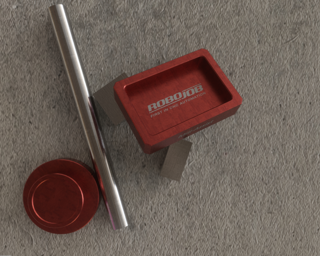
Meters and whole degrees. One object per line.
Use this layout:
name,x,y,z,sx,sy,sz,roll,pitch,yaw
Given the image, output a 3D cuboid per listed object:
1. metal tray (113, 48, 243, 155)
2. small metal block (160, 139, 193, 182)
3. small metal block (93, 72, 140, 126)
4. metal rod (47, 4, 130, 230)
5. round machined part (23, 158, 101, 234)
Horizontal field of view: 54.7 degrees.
metal tray,0.021,-0.035,0.377,0.131,0.030,0.090,-25,70,-15
small metal block,0.019,0.037,0.398,0.025,0.050,0.050,18,90,0
small metal block,-0.051,-0.037,0.409,0.050,0.025,0.050,-35,90,0
metal rod,-0.094,-0.014,0.408,0.025,0.025,0.298,-16,90,0
round machined part,-0.128,0.089,0.400,0.099,0.042,0.097,0,90,-1
